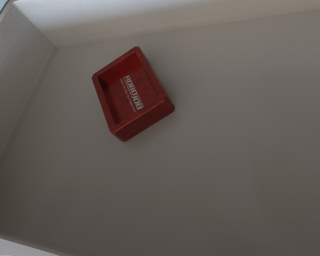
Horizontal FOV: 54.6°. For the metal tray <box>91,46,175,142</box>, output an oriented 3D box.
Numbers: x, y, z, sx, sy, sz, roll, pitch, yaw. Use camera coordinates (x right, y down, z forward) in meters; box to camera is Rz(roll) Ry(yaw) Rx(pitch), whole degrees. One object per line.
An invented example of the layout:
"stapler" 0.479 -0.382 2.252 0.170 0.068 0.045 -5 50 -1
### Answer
"metal tray" -0.044 -0.054 0.459 0.090 0.030 0.130 -32 52 7
